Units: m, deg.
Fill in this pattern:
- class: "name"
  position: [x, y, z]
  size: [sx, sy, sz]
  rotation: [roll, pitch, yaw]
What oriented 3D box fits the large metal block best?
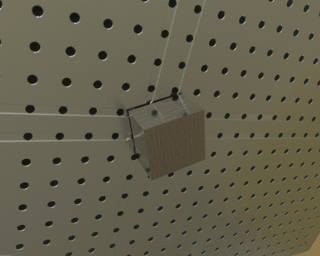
- class: "large metal block"
  position: [0.011, 0.011, 0.406]
  size: [0.081, 0.050, 0.079]
  rotation: [-19, 126, -18]
